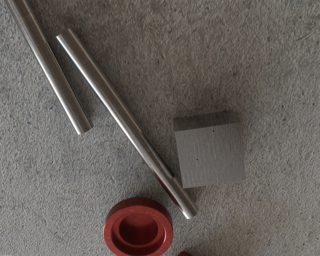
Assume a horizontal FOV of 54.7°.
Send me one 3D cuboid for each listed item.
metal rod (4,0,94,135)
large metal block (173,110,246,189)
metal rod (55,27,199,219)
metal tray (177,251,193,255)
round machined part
[{"bbox_3d":[-0.155,-0.127,0.360,0.025,0.025,0.299,-21,109,7],"label":"metal rod"},{"bbox_3d":[0.063,0.027,0.407,0.080,0.050,0.079,-8,110,2],"label":"large metal block"},{"bbox_3d":[-0.034,0.006,0.411,0.025,0.025,0.299,-31,108,10],"label":"metal rod"},{"bbox_3d":[0.064,0.268,0.507,0.130,0.030,0.090,33,107,-12],"label":"metal tray"},{"bbox_3d":[-0.031,0.142,0.453,0.099,0.042,0.097,0,110,-1],"label":"round machined part"}]
